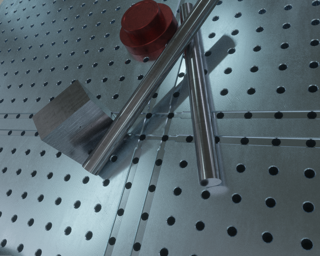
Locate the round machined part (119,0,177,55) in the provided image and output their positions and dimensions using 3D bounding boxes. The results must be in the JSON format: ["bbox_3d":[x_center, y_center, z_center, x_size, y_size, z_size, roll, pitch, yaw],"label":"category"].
[{"bbox_3d":[-0.025,-0.173,0.515,0.098,0.042,0.098,-13,56,20],"label":"round machined part"}]

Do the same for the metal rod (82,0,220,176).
[{"bbox_3d":[-0.011,-0.065,0.430,0.025,0.025,0.299,32,86,37],"label":"metal rod"}]

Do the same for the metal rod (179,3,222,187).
[{"bbox_3d":[0.050,-0.066,0.421,0.025,0.025,0.299,-15,55,19],"label":"metal rod"}]

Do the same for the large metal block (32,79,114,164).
[{"bbox_3d":[-0.114,-0.007,0.435,0.080,0.080,0.050,-40,51,1],"label":"large metal block"}]
